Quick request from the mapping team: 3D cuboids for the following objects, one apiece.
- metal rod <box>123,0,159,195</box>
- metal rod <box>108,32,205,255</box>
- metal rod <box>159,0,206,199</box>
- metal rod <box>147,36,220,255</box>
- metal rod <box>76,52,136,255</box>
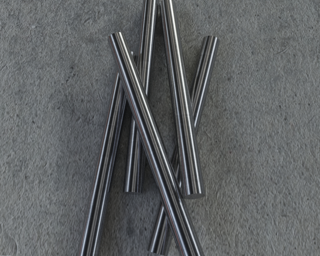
[{"bbox_3d":[-0.023,-0.060,0.429,0.025,0.025,0.299,4,70,1],"label":"metal rod"},{"bbox_3d":[-0.011,0.010,0.376,0.025,0.025,0.299,-18,71,-6],"label":"metal rod"},{"bbox_3d":[0.025,-0.057,0.409,0.025,0.025,0.299,-5,63,-2],"label":"metal rod"},{"bbox_3d":[0.036,0.008,0.405,0.025,0.025,0.299,14,70,5],"label":"metal rod"},{"bbox_3d":[-0.066,0.034,0.394,0.025,0.025,0.299,7,70,2],"label":"metal rod"}]
